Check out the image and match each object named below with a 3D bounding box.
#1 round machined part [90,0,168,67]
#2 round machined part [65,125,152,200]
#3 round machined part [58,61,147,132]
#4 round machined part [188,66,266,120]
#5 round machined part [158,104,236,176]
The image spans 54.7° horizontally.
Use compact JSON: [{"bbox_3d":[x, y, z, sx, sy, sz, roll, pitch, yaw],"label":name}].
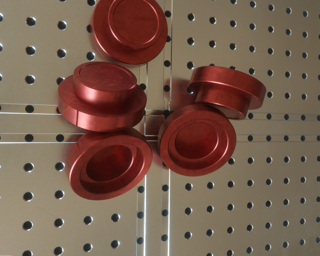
[{"bbox_3d":[-0.035,-0.129,0.391,0.099,0.042,0.097,0,90,-21],"label":"round machined part"},{"bbox_3d":[-0.062,0.035,0.365,0.099,0.042,0.097,-18,133,-20],"label":"round machined part"},{"bbox_3d":[-0.063,-0.041,0.349,0.099,0.098,0.042,0,128,-20],"label":"round machined part"},{"bbox_3d":[0.084,-0.041,0.406,0.099,0.098,0.042,21,82,-19],"label":"round machined part"},{"bbox_3d":[0.046,0.012,0.407,0.099,0.042,0.097,-3,119,-6],"label":"round machined part"}]
